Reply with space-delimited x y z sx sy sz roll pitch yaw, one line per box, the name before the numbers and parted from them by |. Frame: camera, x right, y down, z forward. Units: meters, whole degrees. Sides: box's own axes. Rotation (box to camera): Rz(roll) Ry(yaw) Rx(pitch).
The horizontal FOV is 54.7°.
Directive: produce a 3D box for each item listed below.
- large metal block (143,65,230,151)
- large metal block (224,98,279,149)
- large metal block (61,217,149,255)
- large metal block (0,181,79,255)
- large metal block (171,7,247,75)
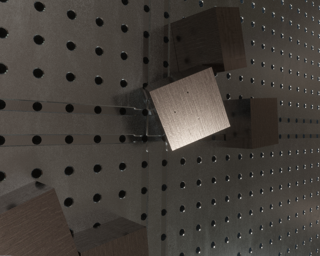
large metal block | 0.034 -0.028 0.401 0.080 0.050 0.080 -23 108 -5
large metal block | 0.157 -0.010 0.527 0.081 0.050 0.079 -6 94 -40
large metal block | -0.059 0.155 0.346 0.081 0.050 0.079 -8 95 -40
large metal block | -0.131 0.105 0.284 0.081 0.050 0.080 -25 106 -37
large metal block | 0.067 -0.116 0.432 0.050 0.080 0.079 -18 102 -39
